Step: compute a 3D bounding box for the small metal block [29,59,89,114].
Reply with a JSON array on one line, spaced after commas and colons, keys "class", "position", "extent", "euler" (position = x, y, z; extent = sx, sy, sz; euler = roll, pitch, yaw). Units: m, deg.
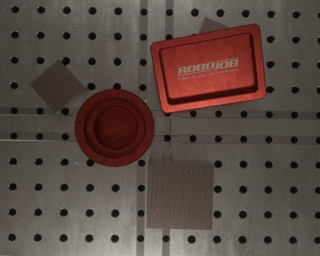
[{"class": "small metal block", "position": [-0.133, -0.054, 0.412], "extent": [0.050, 0.025, 0.050], "euler": [-42, 91, 0]}]

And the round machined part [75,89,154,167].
[{"class": "round machined part", "position": [-0.057, 0.000, 0.404], "extent": [0.099, 0.042, 0.097], "euler": [0, 90, -1]}]

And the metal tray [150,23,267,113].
[{"class": "metal tray", "position": [0.060, -0.074, 0.390], "extent": [0.131, 0.030, 0.089], "euler": [-8, 105, 8]}]

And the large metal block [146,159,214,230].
[{"class": "large metal block", "position": [0.024, 0.083, 0.401], "extent": [0.081, 0.050, 0.079], "euler": [2, 90, -1]}]

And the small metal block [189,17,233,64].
[{"class": "small metal block", "position": [0.072, -0.112, 0.414], "extent": [0.050, 0.025, 0.050], "euler": [23, 90, -1]}]
